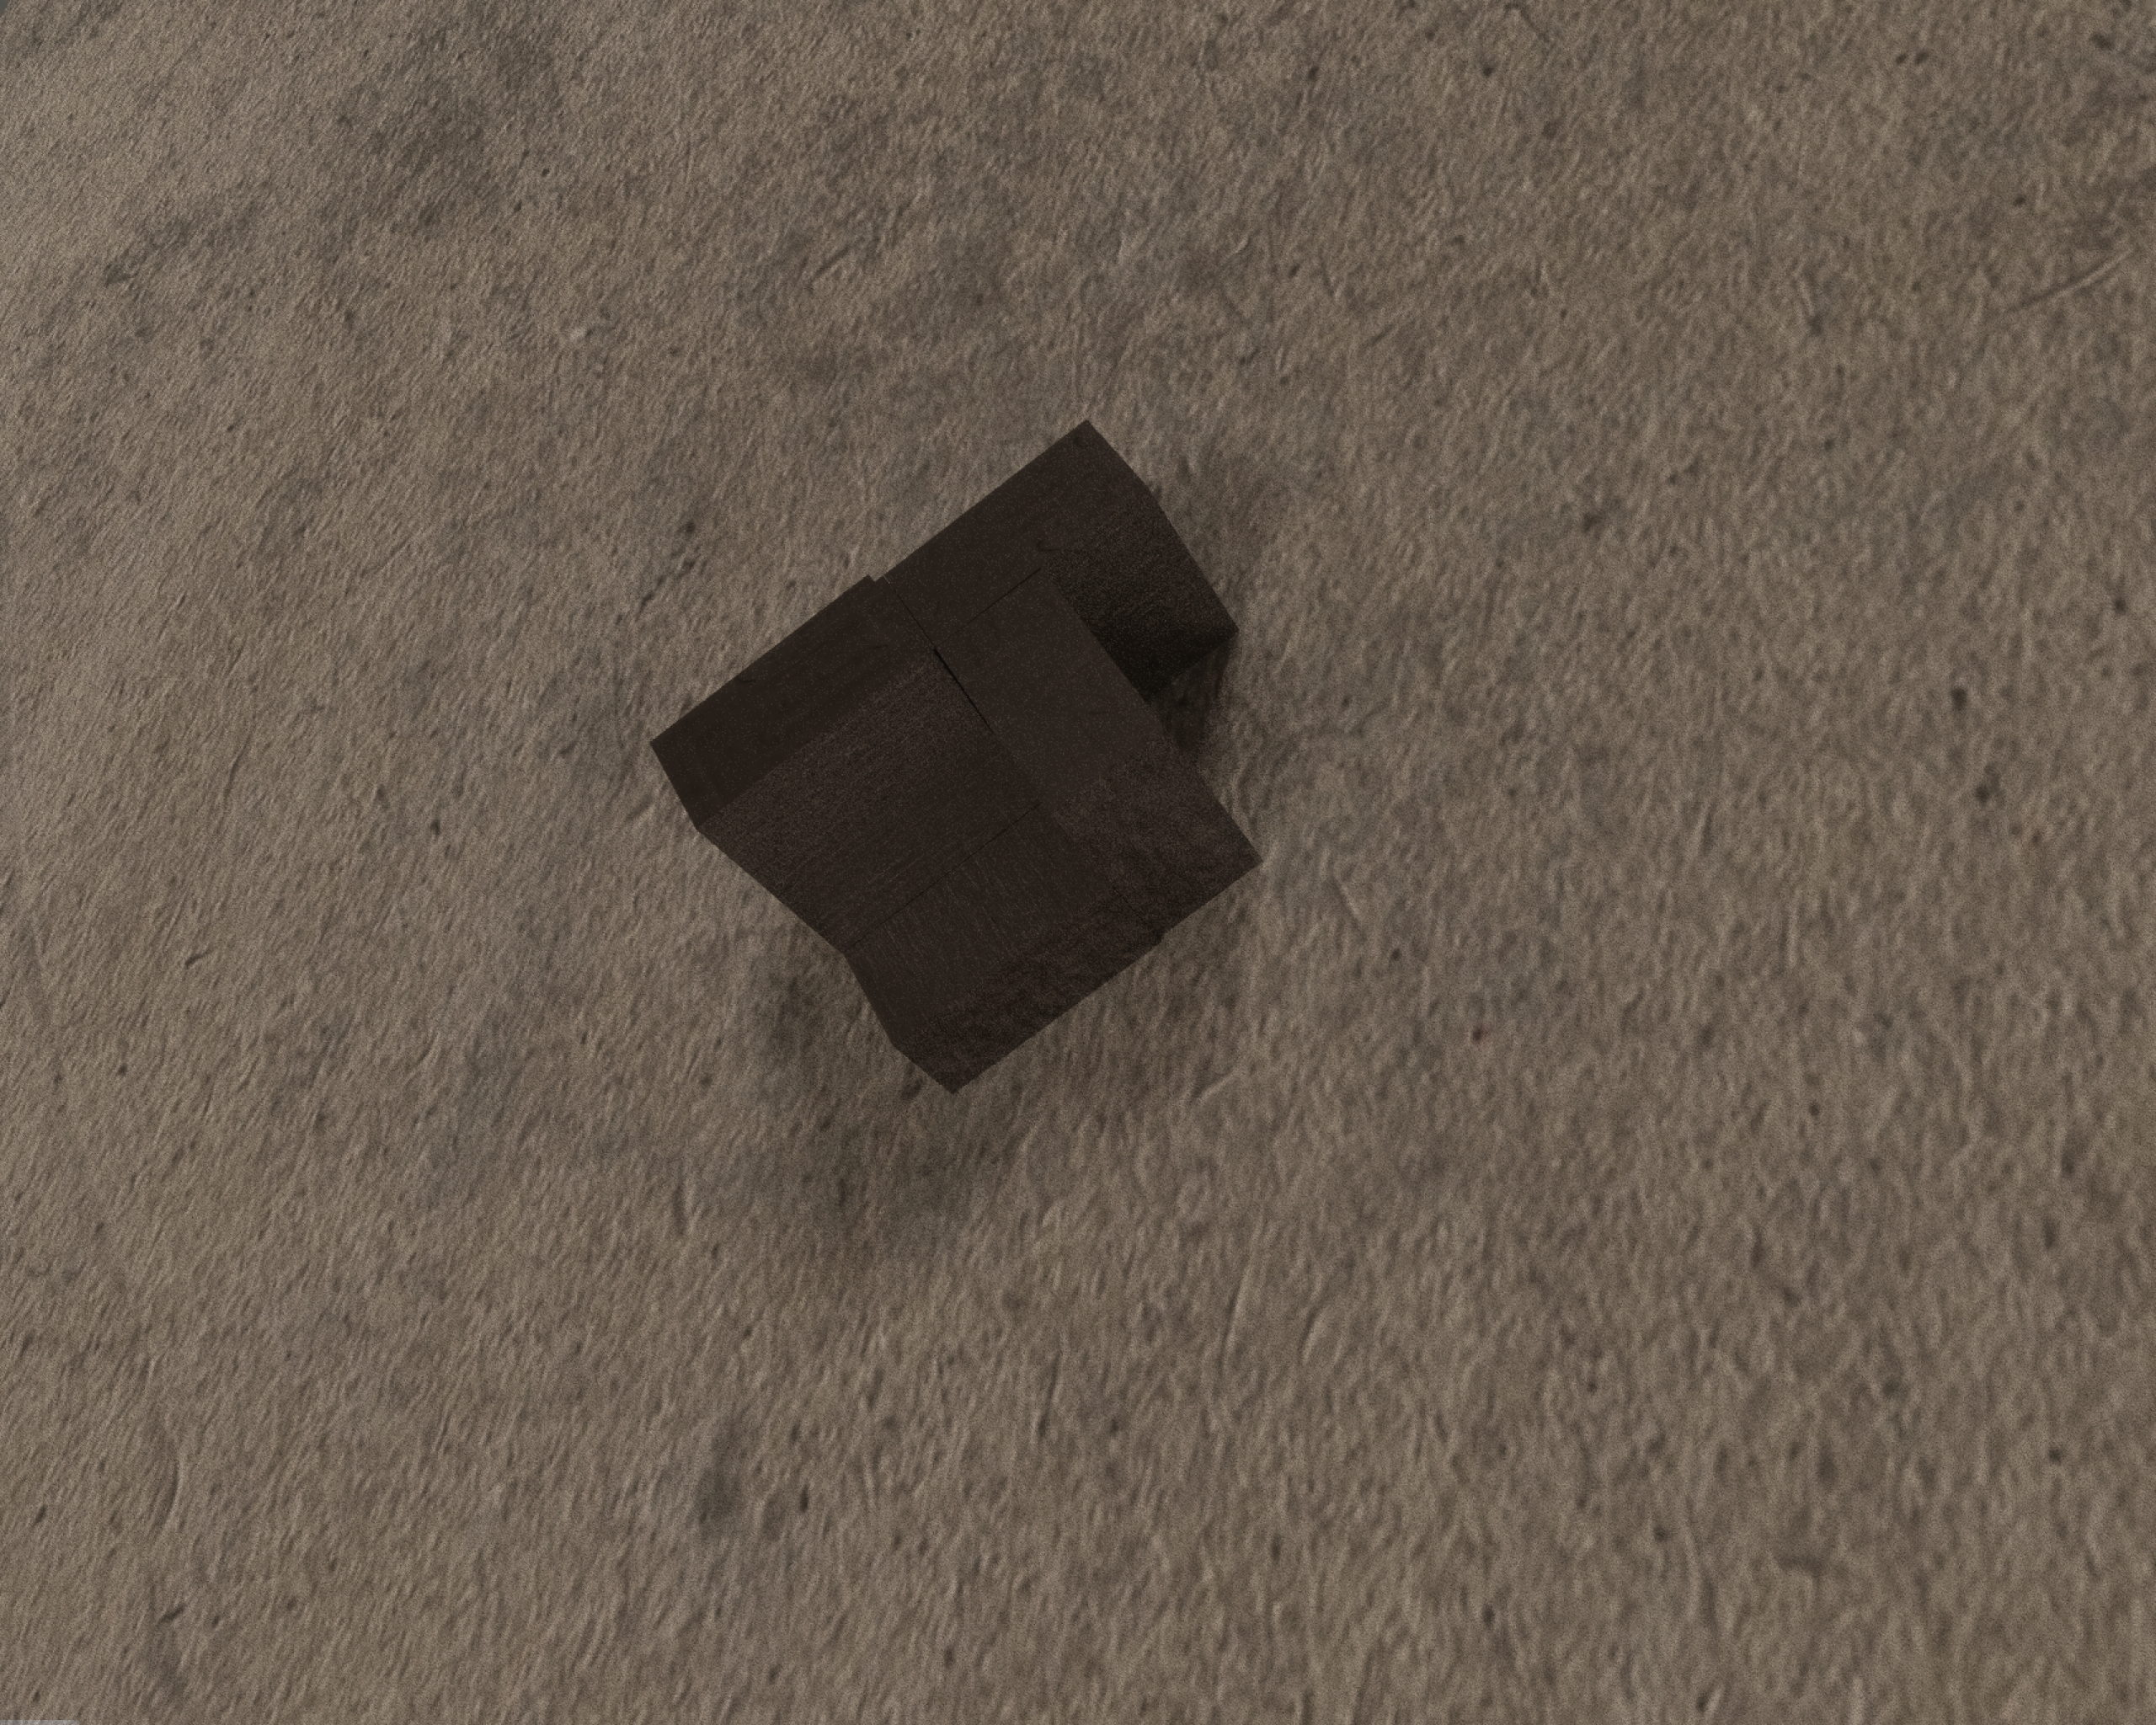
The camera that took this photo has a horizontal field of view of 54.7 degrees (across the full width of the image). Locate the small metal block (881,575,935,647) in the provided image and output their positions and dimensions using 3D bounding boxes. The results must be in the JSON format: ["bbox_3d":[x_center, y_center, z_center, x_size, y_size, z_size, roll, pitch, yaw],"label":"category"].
[{"bbox_3d":[-0.042,-0.022,0.423,0.050,0.050,0.025,-37,51,3],"label":"small metal block"}]

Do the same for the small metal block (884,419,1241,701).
[{"bbox_3d":[-0.002,-0.052,0.421,0.050,0.050,0.025,-37,51,3],"label":"small metal block"}]

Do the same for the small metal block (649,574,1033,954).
[{"bbox_3d":[-0.042,-0.017,0.388,0.050,0.050,0.025,-37,51,3],"label":"small metal block"}]

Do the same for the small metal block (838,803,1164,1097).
[{"bbox_3d":[-0.020,0.009,0.409,0.050,0.025,0.050,-36,51,3],"label":"small metal block"}]

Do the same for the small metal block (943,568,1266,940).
[{"bbox_3d":[0.005,-0.020,0.398,0.025,0.050,0.050,-37,51,3],"label":"small metal block"}]
